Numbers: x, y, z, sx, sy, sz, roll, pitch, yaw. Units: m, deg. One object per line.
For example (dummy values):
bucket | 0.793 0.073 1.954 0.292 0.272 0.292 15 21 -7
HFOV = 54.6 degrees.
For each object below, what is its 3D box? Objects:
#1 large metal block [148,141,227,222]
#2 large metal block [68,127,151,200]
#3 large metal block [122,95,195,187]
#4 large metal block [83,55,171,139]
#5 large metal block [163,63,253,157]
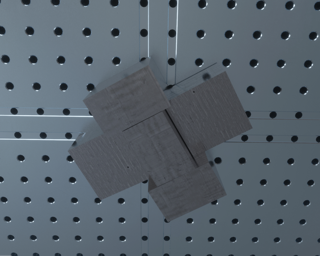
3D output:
large metal block | 0.033 0.065 0.408 0.080 0.080 0.050 -27 108 9
large metal block | -0.060 0.037 0.414 0.080 0.050 0.080 -25 108 9
large metal block | 0.000 0.012 0.388 0.050 0.080 0.080 -27 108 10
large metal block | -0.035 -0.040 0.368 0.080 0.080 0.050 -27 108 9
large metal block | 0.057 -0.023 0.391 0.080 0.050 0.080 -27 110 9
